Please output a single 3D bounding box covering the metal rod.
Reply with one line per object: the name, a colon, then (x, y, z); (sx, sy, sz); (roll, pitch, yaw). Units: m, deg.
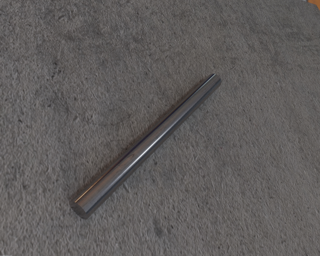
metal rod: (0.003, 0.003, 0.407); (0.025, 0.025, 0.302); (45, 51, 2)
